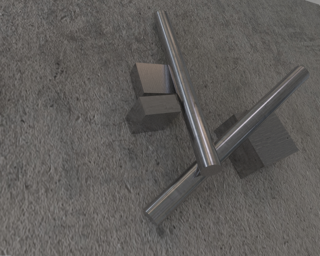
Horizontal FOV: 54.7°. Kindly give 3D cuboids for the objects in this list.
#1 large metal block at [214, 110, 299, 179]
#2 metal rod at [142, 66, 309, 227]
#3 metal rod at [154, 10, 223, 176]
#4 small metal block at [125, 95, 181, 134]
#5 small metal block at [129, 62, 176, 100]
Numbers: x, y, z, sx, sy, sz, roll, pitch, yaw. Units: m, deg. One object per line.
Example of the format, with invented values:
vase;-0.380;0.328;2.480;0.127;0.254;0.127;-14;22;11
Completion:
large metal block;0.140;0.018;0.452;0.081;0.050;0.080;-15;70;-34
metal rod;0.097;0.010;0.394;0.301;0.025;0.025;-40;84;-22
metal rod;0.029;-0.070;0.429;0.025;0.025;0.300;7;48;-25
small metal block;-0.009;-0.017;0.393;0.050;0.050;0.025;-7;66;-31
small metal block;-0.010;-0.063;0.437;0.050;0.025;0.050;-2;63;-29
